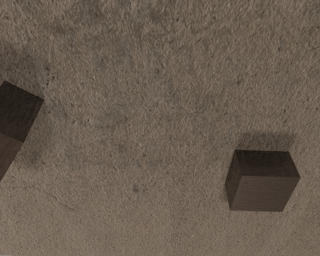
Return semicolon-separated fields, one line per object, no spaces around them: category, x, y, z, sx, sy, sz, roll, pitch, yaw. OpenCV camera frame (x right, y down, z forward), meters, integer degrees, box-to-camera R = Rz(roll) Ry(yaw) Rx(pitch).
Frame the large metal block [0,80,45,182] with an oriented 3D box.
large metal block;-0.189;0.004;0.372;0.050;0.080;0.080;28;124;-22

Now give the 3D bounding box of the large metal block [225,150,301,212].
large metal block;0.148;0.080;0.461;0.081;0.050;0.079;2;130;-3
